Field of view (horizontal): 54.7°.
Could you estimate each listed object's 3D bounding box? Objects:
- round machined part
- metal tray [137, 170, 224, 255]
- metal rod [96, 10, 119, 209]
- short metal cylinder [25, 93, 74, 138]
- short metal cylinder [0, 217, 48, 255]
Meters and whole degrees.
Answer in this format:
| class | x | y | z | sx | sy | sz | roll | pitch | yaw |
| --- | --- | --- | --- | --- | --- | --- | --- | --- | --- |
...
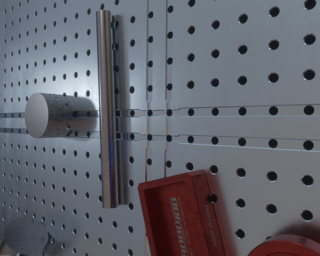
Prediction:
| class | x | y | z | sx | sy | sz | roll | pitch | yaw |
| --- | --- | --- | --- | --- | --- | --- | --- | --- | --- |
| round machined part | 0.131 | 0.149 | 0.290 | 0.098 | 0.042 | 0.097 | 0 | 90 | 40 |
| metal tray | 0.025 | 0.125 | 0.385 | 0.090 | 0.030 | 0.129 | -20 | 77 | 38 |
| metal rod | -0.081 | -0.029 | 0.476 | 0.025 | 0.025 | 0.298 | -4 | 88 | 40 |
| short metal cylinder | -0.200 | -0.022 | 0.559 | 0.080 | 0.050 | 0.080 | 0 | 90 | 40 |
| short metal cylinder | -0.262 | 0.218 | 0.591 | 0.080 | 0.081 | 0.050 | 50 | 119 | 28 |
